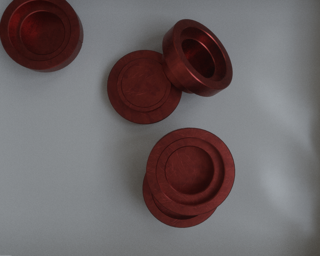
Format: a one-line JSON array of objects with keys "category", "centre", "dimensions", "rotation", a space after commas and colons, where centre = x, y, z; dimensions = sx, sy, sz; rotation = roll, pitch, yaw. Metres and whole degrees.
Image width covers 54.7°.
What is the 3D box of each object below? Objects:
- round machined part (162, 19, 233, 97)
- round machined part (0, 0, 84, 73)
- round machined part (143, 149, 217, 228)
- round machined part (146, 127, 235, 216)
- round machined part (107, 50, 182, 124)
[{"category": "round machined part", "centre": [0.042, -0.082, 0.386], "dimensions": [0.099, 0.042, 0.098], "rotation": [20, 56, -32]}, {"category": "round machined part", "centre": [-0.148, -0.120, 0.401], "dimensions": [0.099, 0.042, 0.097], "rotation": [0, 90, -1]}, {"category": "round machined part", "centre": [0.027, 0.075, 0.403], "dimensions": [0.099, 0.042, 0.097], "rotation": [0, 90, -1]}, {"category": "round machined part", "centre": [0.034, 0.048, 0.361], "dimensions": [0.099, 0.042, 0.097], "rotation": [0, 90, -1]}, {"category": "round machined part", "centre": [-0.020, -0.053, 0.403], "dimensions": [0.099, 0.042, 0.097], "rotation": [0, 90, -1]}]
